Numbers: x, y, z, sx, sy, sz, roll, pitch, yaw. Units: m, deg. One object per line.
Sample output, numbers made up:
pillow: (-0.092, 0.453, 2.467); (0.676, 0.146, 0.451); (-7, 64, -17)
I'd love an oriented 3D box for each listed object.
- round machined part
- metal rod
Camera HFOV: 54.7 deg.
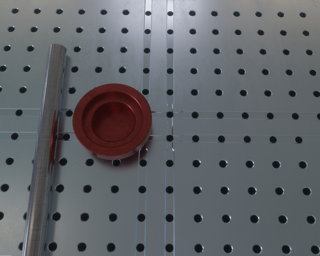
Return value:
round machined part: (-0.059, -0.005, 0.404); (0.099, 0.042, 0.098); (0, 70, 0)
metal rod: (-0.147, 0.025, 0.401); (0.025, 0.025, 0.299); (-1, 70, 0)
